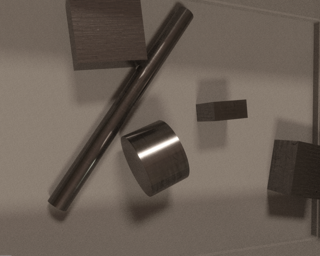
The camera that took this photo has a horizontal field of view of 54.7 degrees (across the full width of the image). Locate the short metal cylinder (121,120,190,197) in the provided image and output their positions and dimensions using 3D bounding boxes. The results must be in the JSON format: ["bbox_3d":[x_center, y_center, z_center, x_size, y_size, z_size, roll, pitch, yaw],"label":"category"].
[{"bbox_3d":[-0.007,0.037,0.380,0.050,0.080,0.080,-25,99,-19],"label":"short metal cylinder"}]

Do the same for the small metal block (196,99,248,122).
[{"bbox_3d":[0.085,-0.024,0.430,0.050,0.050,0.025,-6,92,-20],"label":"small metal block"}]

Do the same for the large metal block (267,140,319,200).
[{"bbox_3d":[0.222,0.065,0.481,0.081,0.050,0.080,11,86,-20],"label":"large metal block"}]

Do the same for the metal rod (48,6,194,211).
[{"bbox_3d":[-0.043,-0.033,0.395,0.025,0.025,0.300,36,78,-17],"label":"metal rod"}]

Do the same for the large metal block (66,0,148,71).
[{"bbox_3d":[-0.066,-0.115,0.373,0.081,0.050,0.079,-8,93,-20],"label":"large metal block"}]
